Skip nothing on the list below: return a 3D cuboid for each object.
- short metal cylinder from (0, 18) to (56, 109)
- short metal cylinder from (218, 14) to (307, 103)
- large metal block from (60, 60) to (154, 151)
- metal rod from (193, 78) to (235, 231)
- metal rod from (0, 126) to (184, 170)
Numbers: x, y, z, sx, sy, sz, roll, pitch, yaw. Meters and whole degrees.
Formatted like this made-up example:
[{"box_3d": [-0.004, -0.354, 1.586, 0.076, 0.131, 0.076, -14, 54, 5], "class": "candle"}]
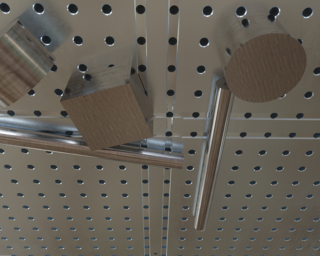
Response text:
[{"box_3d": [-0.156, -0.066, 0.318, 0.080, 0.080, 0.050, -26, 126, 20], "class": "short metal cylinder"}, {"box_3d": [0.107, -0.074, 0.333, 0.081, 0.050, 0.079, 0, 130, 0], "class": "short metal cylinder"}, {"box_3d": [-0.059, -0.025, 0.373, 0.080, 0.050, 0.080, -13, 129, 11], "class": "large metal block"}, {"box_3d": [0.076, 0.061, 0.464, 0.025, 0.025, 0.298, 1, 130, -1], "class": "metal rod"}, {"box_3d": [-0.116, 0.026, 0.432, 0.302, 0.025, 0.025, 9, 130, -8], "class": "metal rod"}]
